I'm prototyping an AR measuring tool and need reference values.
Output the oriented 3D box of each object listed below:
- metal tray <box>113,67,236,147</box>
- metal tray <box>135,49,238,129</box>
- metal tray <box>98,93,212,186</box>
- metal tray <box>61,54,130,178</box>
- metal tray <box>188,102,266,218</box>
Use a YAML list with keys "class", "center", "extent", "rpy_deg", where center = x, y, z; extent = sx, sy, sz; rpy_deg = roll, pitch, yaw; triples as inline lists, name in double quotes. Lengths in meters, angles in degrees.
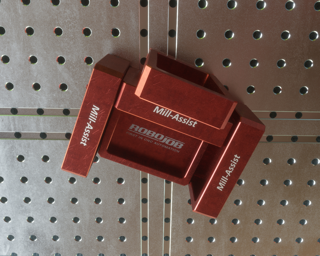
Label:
- class: "metal tray"
  center: [0.016, -0.028, 0.368]
  extent: [0.131, 0.090, 0.030]
  rpy_deg: [20, 109, -8]
- class: "metal tray"
  center: [0.024, -0.048, 0.339]
  extent: [0.090, 0.130, 0.030]
  rpy_deg: [21, 109, -8]
- class: "metal tray"
  center: [-0.006, 0.015, 0.415]
  extent: [0.131, 0.030, 0.089]
  rpy_deg: [21, 109, -8]
- class: "metal tray"
  center: [-0.075, -0.018, 0.371]
  extent: [0.030, 0.090, 0.129]
  rpy_deg: [20, 109, -8]
- class: "metal tray"
  center: [0.077, 0.035, 0.391]
  extent: [0.030, 0.090, 0.129]
  rpy_deg: [21, 109, -7]
